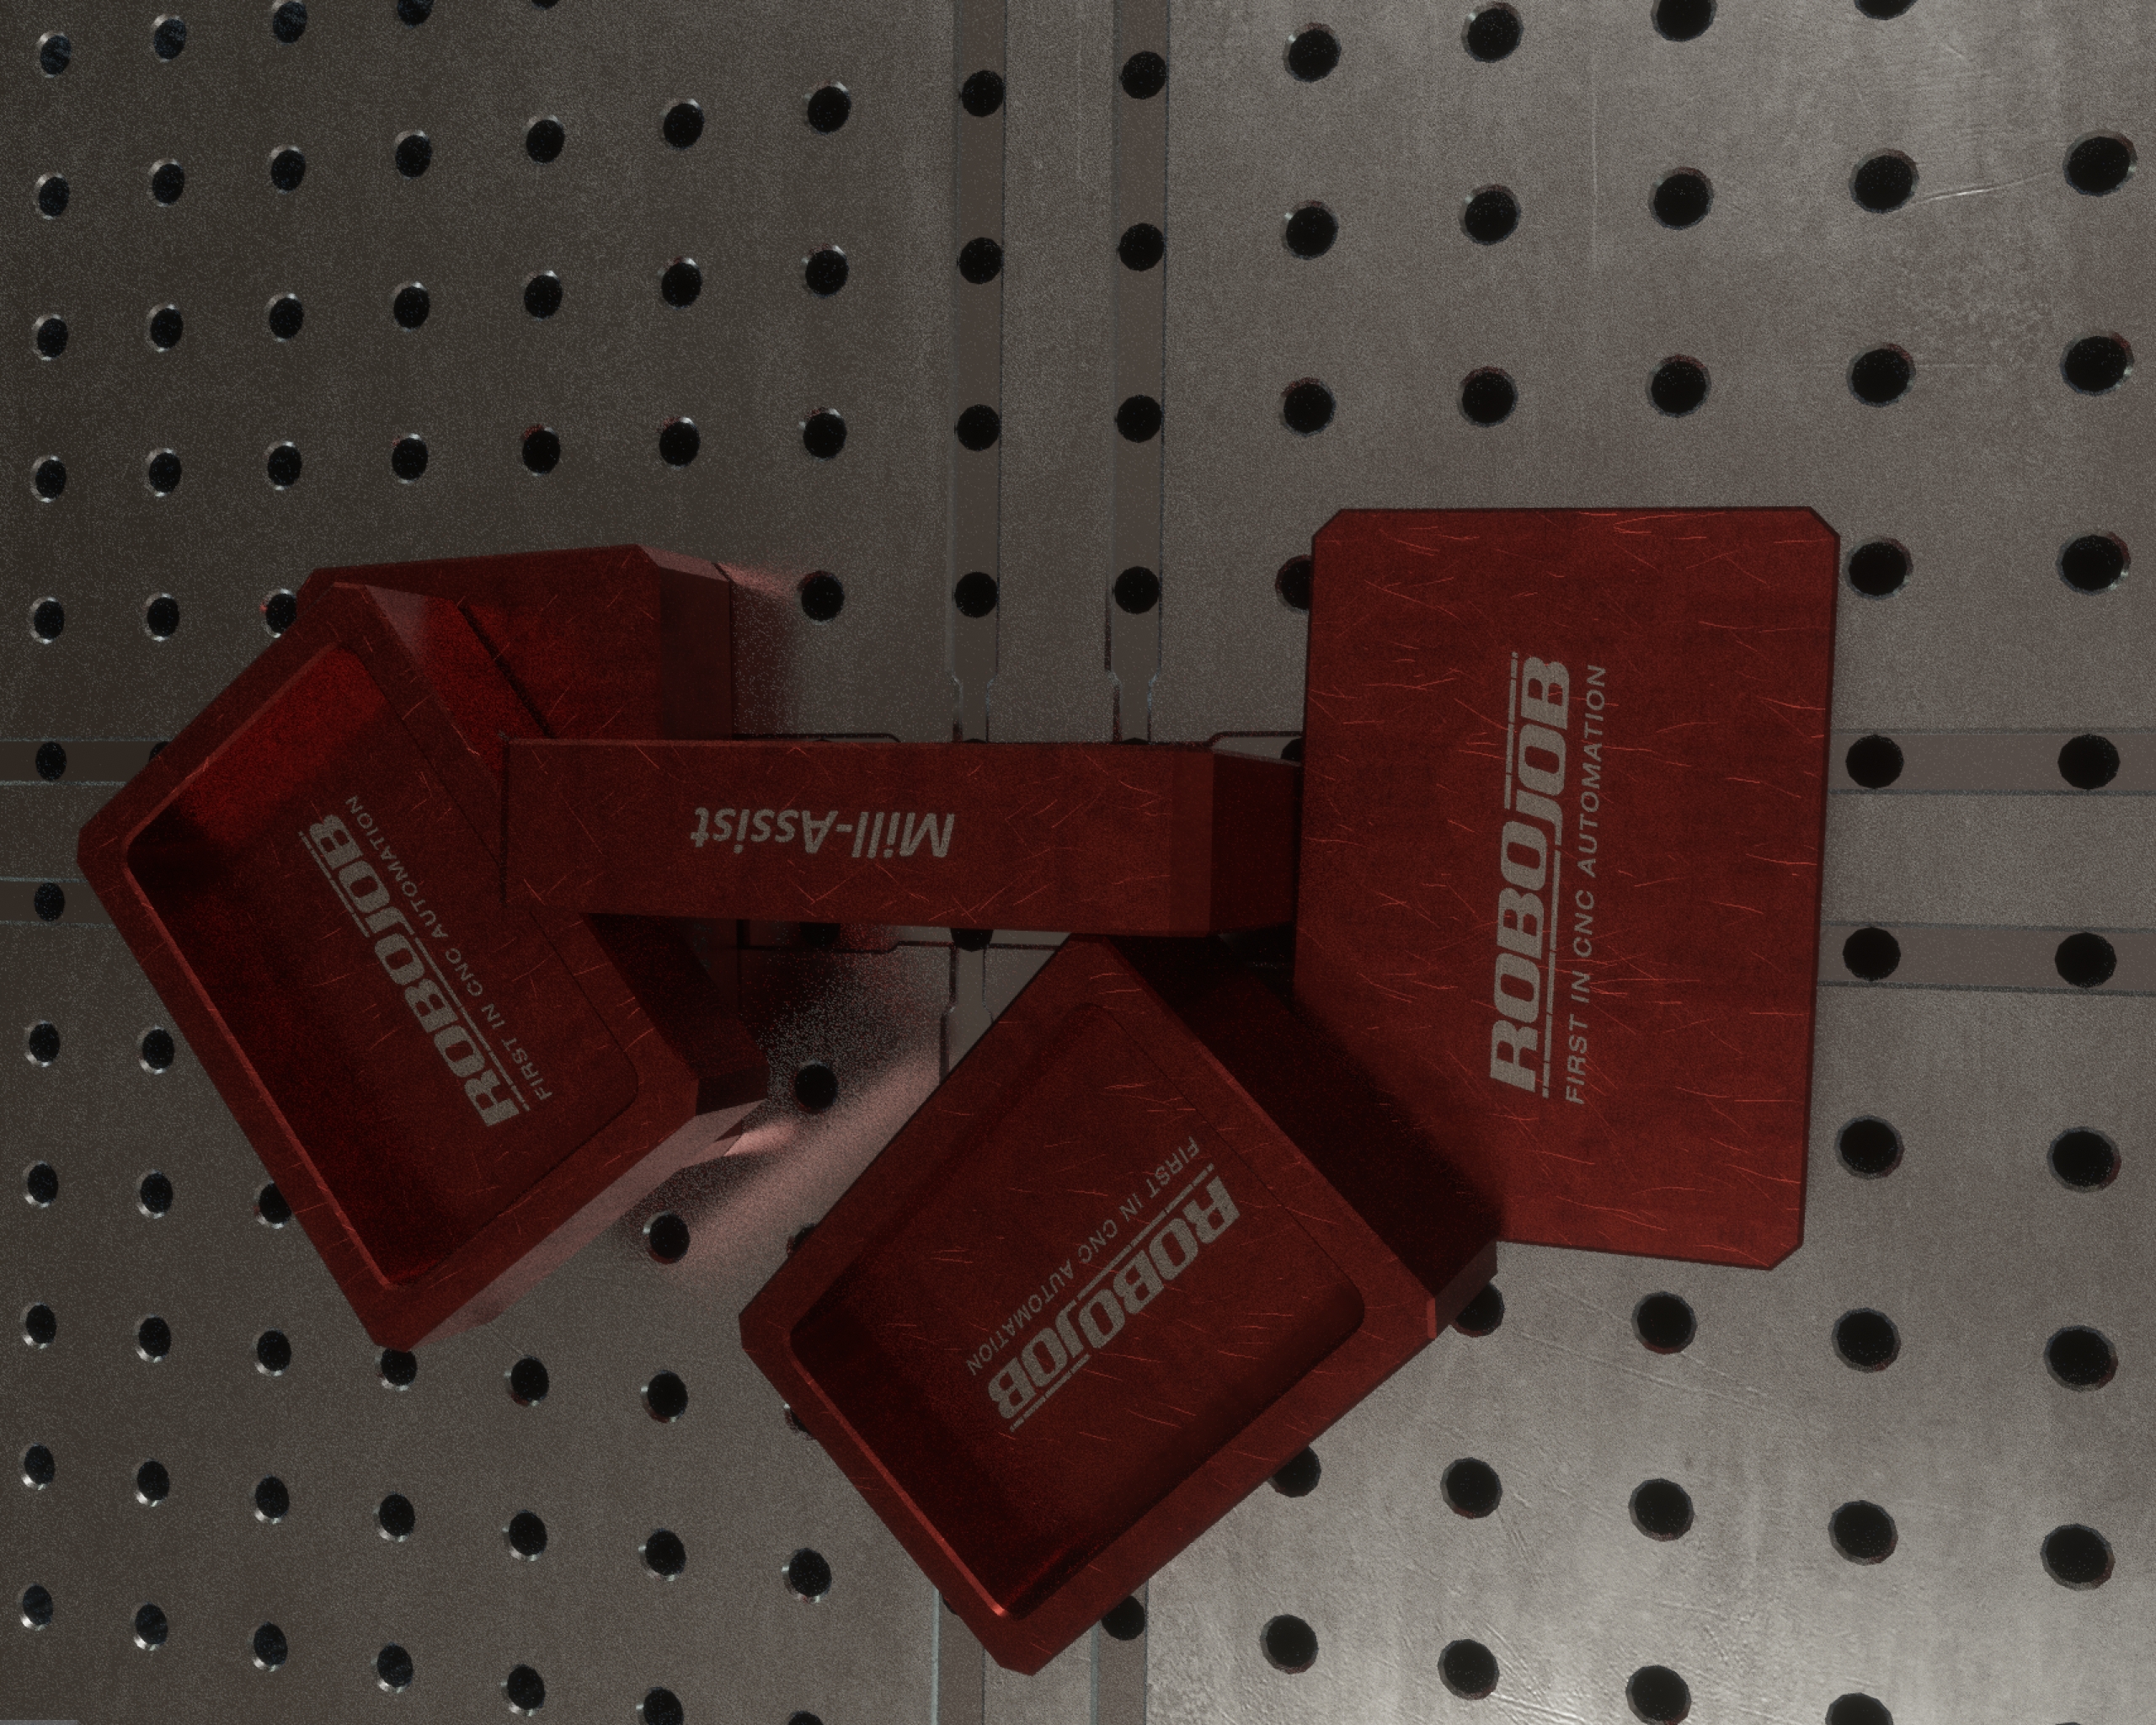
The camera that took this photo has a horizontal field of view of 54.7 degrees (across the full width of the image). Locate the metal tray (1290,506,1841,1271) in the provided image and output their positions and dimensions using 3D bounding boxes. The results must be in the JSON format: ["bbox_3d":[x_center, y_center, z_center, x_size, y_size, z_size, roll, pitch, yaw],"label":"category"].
[{"bbox_3d":[0.087,0.003,0.378,0.090,0.030,0.129,3,91,19],"label":"metal tray"}]

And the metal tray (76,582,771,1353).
[{"bbox_3d":[-0.134,0.020,0.422,0.090,0.030,0.130,-39,78,15],"label":"metal tray"}]

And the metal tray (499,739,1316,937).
[{"bbox_3d":[-0.027,-0.005,0.386,0.130,0.090,0.030,2,91,19],"label":"metal tray"}]

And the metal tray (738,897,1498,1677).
[{"bbox_3d":[0.002,0.081,0.388,0.090,0.030,0.129,48,121,13],"label":"metal tray"}]

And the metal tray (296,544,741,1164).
[{"bbox_3d":[-0.121,0.000,0.451,0.090,0.030,0.129,-1,90,20],"label":"metal tray"}]
